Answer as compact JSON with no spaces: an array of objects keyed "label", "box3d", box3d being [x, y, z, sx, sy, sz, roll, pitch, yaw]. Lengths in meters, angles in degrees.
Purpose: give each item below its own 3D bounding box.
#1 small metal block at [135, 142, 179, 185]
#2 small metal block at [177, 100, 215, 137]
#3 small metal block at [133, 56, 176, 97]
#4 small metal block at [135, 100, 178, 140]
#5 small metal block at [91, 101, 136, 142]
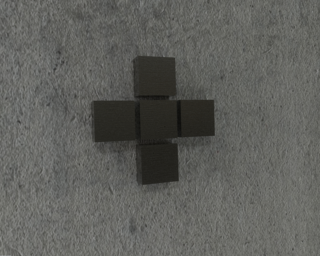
[{"label":"small metal block","box3d":[-0.004,0.046,0.410,0.050,0.025,0.050,-2,91,-20]},{"label":"small metal block","box3d":[0.047,-0.013,0.429,0.050,0.025,0.050,-2,91,-20]},{"label":"small metal block","box3d":[-0.007,-0.067,0.408,0.050,0.025,0.050,-2,91,-20]},{"label":"small metal block","box3d":[-0.006,-0.011,0.409,0.050,0.025,0.050,-2,91,-20]},{"label":"small metal block","box3d":[-0.059,-0.009,0.389,0.050,0.025,0.050,-2,91,-20]}]
